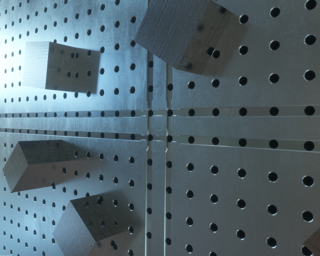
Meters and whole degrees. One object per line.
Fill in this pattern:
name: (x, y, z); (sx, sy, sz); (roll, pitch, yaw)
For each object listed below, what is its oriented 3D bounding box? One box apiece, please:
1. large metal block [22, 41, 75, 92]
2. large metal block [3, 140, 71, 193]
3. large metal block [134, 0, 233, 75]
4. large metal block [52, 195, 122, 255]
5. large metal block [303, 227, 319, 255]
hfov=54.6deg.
large metal block: (-0.203, -0.111, 0.563); (0.080, 0.050, 0.080); (13, 98, 39)
large metal block: (-0.222, 0.067, 0.559); (0.080, 0.081, 0.050); (-49, 61, 29)
large metal block: (0.026, -0.121, 0.373); (0.080, 0.050, 0.080); (40, 114, 32)
large metal block: (-0.117, 0.167, 0.492); (0.080, 0.050, 0.080); (46, 117, 30)
large metal block: (0.169, 0.093, 0.234); (0.080, 0.081, 0.050); (47, 118, 30)
